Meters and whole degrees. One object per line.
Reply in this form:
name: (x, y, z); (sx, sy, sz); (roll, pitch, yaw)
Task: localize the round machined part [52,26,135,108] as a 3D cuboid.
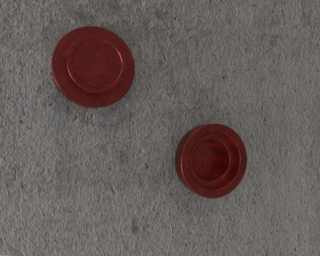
round machined part: (-0.078, -0.073, 0.371); (0.099, 0.042, 0.097); (0, 90, -20)

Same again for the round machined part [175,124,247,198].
round machined part: (0.065, 0.043, 0.424); (0.099, 0.042, 0.097); (0, 90, -20)
